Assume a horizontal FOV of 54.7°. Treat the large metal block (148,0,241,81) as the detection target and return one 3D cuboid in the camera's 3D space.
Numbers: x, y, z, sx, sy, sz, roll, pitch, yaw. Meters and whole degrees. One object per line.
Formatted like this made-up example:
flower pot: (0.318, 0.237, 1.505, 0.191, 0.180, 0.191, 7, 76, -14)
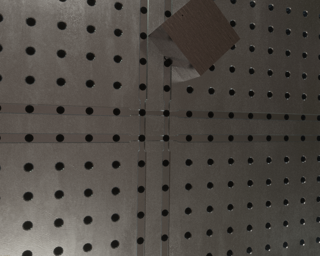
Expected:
large metal block: (0.046, -0.122, 0.417, 0.080, 0.050, 0.080, -44, 104, -15)
